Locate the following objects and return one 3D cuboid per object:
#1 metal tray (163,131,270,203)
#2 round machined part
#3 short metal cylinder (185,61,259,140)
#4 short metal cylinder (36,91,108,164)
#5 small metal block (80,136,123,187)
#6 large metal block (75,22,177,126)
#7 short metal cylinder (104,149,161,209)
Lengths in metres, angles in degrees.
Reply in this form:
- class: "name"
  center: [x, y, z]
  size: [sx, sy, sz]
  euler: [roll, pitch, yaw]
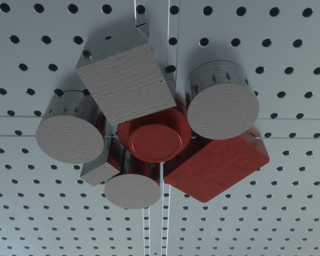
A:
- class: "metal tray"
  center: [0.078, 0.051, 0.451]
  size: [0.090, 0.030, 0.129]
  euler: [33, 122, -25]
- class: "round machined part"
  center: [-0.007, 0.008, 0.406]
  size: [0.099, 0.042, 0.097]
  euler: [0, 130, 0]
- class: "short metal cylinder"
  center: [0.071, -0.032, 0.368]
  size: [0.081, 0.050, 0.079]
  euler: [0, 130, 0]
- class: "short metal cylinder"
  center: [-0.108, 0.000, 0.393]
  size: [0.081, 0.050, 0.079]
  euler: [0, 130, 0]
- class: "small metal block"
  center: [-0.080, 0.046, 0.433]
  size: [0.050, 0.050, 0.025]
  euler: [-30, 124, 23]
- class: "large metal block"
  center: [-0.034, -0.058, 0.346]
  size: [0.080, 0.050, 0.080]
  euler: [-17, 128, 13]
- class: "short metal cylinder"
  center: [-0.039, 0.076, 0.458]
  size: [0.081, 0.050, 0.079]
  euler: [0, 130, 0]
